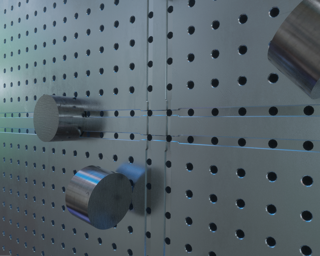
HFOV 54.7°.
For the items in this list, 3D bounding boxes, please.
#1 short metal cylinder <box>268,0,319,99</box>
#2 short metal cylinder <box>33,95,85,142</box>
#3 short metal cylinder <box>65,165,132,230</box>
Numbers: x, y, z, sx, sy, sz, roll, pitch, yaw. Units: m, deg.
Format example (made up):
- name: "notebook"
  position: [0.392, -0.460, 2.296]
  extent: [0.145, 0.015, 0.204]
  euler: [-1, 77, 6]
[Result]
- name: "short metal cylinder"
  position: [0.139, -0.070, 0.258]
  extent: [0.080, 0.081, 0.050]
  euler: [-52, 60, 27]
- name: "short metal cylinder"
  position: [-0.176, -0.016, 0.539]
  extent: [0.080, 0.050, 0.079]
  euler: [0, 90, 40]
- name: "short metal cylinder"
  position: [-0.086, 0.098, 0.445]
  extent: [0.050, 0.081, 0.079]
  euler: [10, 97, 39]
